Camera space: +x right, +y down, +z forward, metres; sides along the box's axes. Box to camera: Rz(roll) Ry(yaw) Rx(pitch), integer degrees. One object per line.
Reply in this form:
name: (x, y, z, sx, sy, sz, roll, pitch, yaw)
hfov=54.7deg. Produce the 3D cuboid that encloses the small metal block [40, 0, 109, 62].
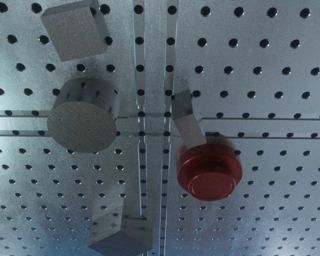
small metal block: (-0.087, -0.102, 0.324, 0.050, 0.025, 0.050, -10, 130, 7)

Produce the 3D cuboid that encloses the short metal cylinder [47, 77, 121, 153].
short metal cylinder: (-0.091, -0.015, 0.381, 0.081, 0.050, 0.079, 0, 130, 0)

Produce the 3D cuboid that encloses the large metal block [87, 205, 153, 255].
large metal block: (-0.070, 0.193, 0.559, 0.080, 0.050, 0.080, -32, 123, 24)

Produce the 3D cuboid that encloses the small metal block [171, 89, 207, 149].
small metal block: (0.036, -0.011, 0.386, 0.025, 0.050, 0.050, -18, 128, 14)

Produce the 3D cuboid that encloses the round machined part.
round machined part: (0.075, 0.073, 0.464, 0.099, 0.042, 0.097, 0, 130, 0)
